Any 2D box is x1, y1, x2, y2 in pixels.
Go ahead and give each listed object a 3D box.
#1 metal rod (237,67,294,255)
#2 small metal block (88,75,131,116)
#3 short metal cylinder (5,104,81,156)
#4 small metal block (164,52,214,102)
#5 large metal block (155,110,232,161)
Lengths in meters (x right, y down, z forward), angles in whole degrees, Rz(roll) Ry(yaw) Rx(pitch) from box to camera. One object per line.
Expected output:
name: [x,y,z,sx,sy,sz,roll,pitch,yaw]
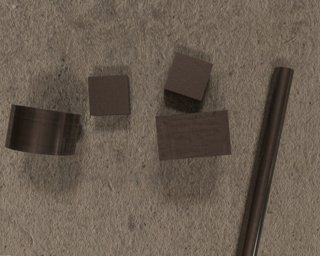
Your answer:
metal rod: [0.136,0.068,0.411,0.025,0.025,0.298,11,90,-1]
small metal block: [-0.066,-0.042,0.409,0.050,0.025,0.050,-3,90,-1]
short metal cylinder: [-0.142,0.002,0.381,0.081,0.080,0.050,9,90,-1]
small metal block: [0.037,-0.067,0.410,0.050,0.025,0.050,18,90,-1]
large metal block: [0.037,0.008,0.383,0.081,0.080,0.050,-5,90,-1]
